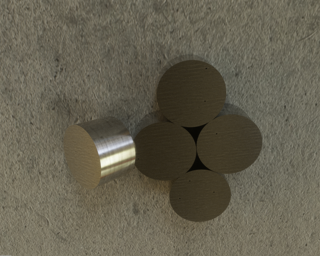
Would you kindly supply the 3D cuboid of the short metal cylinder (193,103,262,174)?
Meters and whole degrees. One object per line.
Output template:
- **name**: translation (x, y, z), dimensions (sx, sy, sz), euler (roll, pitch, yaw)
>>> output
- **short metal cylinder**: translation (0.085, 0.012, 0.403), dimensions (0.081, 0.050, 0.079), euler (0, 110, 0)

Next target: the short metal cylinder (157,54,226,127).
- **short metal cylinder**: translation (0.036, -0.047, 0.380), dimensions (0.081, 0.050, 0.079), euler (0, 110, 0)

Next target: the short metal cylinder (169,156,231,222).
- **short metal cylinder**: translation (0.053, 0.081, 0.428), dimensions (0.081, 0.050, 0.079), euler (0, 110, 0)

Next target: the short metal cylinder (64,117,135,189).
- **short metal cylinder**: translation (-0.076, 0.029, 0.386), dimensions (0.080, 0.050, 0.079), euler (17, 115, 41)

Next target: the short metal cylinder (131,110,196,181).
- **short metal cylinder**: translation (0.005, 0.021, 0.405), dimensions (0.081, 0.050, 0.079), euler (0, 110, 0)
